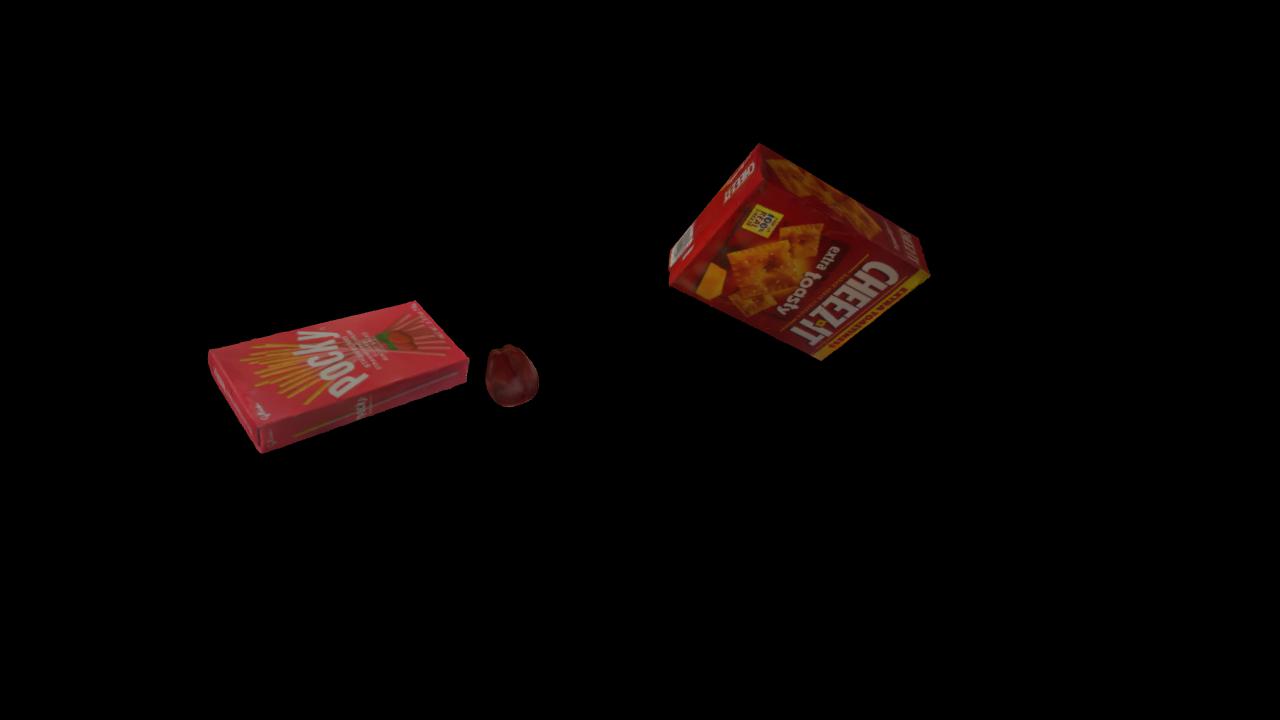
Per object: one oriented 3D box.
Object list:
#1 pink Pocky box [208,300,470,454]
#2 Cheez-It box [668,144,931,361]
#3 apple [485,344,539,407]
[{"bbox_3d":[-0.215,0.005,0.454,0.155,0.029,0.084,-23,54,-42],"label":"pink Pocky box"},{"bbox_3d":[0.166,-0.104,0.663,0.223,0.071,0.166,23,-43,-21],"label":"Cheez-It box"},{"bbox_3d":[-0.195,0.026,0.923,0.079,0.093,0.079,-10,22,4],"label":"apple"}]
